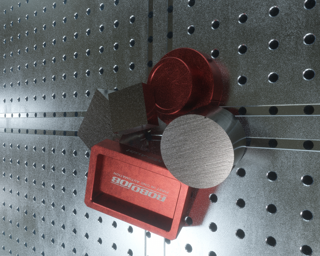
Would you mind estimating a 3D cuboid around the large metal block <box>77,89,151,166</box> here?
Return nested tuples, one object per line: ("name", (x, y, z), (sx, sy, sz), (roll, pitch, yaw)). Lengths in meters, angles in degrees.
("large metal block", (-0.065, 0.000, 0.447), (0.080, 0.050, 0.080), (43, 116, 31))

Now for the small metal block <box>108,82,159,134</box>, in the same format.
("small metal block", (-0.033, -0.022, 0.376), (0.050, 0.025, 0.050), (-14, 78, 28))

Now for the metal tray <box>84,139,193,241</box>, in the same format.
("metal tray", (-0.028, 0.075, 0.392), (0.130, 0.030, 0.089), (17, 109, 16))

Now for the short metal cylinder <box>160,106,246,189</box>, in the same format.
("short metal cylinder", (0.048, 0.019, 0.339), (0.080, 0.050, 0.079), (8, 108, 27))

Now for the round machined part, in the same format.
("round machined part", (0.022, -0.050, 0.380), (0.098, 0.042, 0.097), (0, 90, 40))
